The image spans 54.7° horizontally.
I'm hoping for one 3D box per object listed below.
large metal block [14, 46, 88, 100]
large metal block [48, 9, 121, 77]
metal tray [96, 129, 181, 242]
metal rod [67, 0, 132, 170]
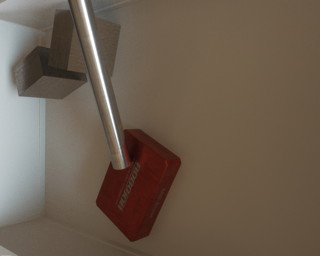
[{"bbox_3d":[-0.183,-0.088,0.519,0.080,0.081,0.050,-24,75,37],"label":"large metal block"},{"bbox_3d":[-0.111,-0.123,0.460,0.050,0.081,0.079,19,102,38],"label":"large metal block"},{"bbox_3d":[-0.034,0.077,0.430,0.090,0.030,0.129,35,111,34],"label":"metal tray"},{"bbox_3d":[-0.079,-0.090,0.361,0.025,0.025,0.298,4,114,39],"label":"metal rod"}]
